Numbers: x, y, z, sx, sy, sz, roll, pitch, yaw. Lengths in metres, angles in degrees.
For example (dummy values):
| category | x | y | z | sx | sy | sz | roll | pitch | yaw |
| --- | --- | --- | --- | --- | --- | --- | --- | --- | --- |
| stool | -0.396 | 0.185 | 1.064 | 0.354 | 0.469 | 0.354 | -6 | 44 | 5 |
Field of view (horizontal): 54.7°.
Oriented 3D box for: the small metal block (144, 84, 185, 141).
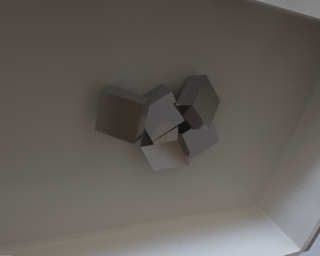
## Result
| category | x | y | z | sx | sy | sz | roll | pitch | yaw |
| --- | --- | --- | --- | --- | --- | --- | --- | --- | --- |
| small metal block | -0.003 | -0.019 | 0.394 | 0.050 | 0.025 | 0.050 | -33 | 129 | -7 |

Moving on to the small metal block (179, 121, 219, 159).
| category | x | y | z | sx | sy | sz | roll | pitch | yaw |
| --- | --- | --- | --- | --- | --- | --- | --- | --- | --- |
| small metal block | 0.052 | 0.008 | 0.442 | 0.050 | 0.025 | 0.050 | -31 | 129 | -8 |

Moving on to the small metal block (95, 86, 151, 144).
| category | x | y | z | sx | sy | sz | roll | pitch | yaw |
| --- | --- | --- | --- | --- | --- | --- | --- | --- | --- |
| small metal block | -0.043 | -0.016 | 0.357 | 0.050 | 0.025 | 0.050 | 20 | 114 | 10 |

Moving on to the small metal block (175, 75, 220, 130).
| category | x | y | z | sx | sy | sz | roll | pitch | yaw |
| --- | --- | --- | --- | --- | --- | --- | --- | --- | --- |
| small metal block | 0.051 | -0.032 | 0.401 | 0.050 | 0.025 | 0.050 | 51 | 53 | -40 |

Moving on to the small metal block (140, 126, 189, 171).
| category | x | y | z | sx | sy | sz | roll | pitch | yaw |
| --- | --- | --- | --- | --- | --- | --- | --- | --- | --- |
| small metal block | 0.008 | 0.029 | 0.415 | 0.050 | 0.025 | 0.050 | -12 | 130 | 17 |
